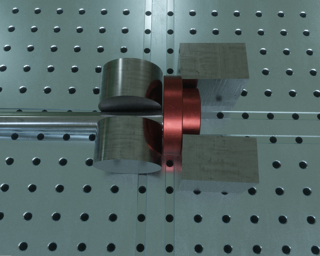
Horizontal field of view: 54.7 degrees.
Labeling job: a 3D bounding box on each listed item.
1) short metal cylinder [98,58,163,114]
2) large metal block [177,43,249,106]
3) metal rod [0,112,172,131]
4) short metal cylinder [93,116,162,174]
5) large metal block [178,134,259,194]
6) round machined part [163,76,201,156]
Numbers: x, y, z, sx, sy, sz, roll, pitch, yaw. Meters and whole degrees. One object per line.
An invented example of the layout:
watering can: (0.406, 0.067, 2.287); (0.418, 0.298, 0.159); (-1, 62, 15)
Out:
short metal cylinder: (-0.037, -0.047, 0.400); (0.080, 0.080, 0.050); (1, 71, 0)
large metal block: (0.065, -0.067, 0.408); (0.081, 0.080, 0.050); (0, 70, 0)
metal rod: (-0.120, -0.009, 0.402); (0.302, 0.025, 0.025); (0, 70, 4)
short metal cylinder: (-0.038, 0.023, 0.373); (0.080, 0.080, 0.050); (1, 71, 0)
large metal block: (0.064, 0.045, 0.367); (0.080, 0.080, 0.050); (3, 70, 1)
round machined part: (0.025, -0.015, 0.378); (0.042, 0.098, 0.098); (1, 70, 0)
